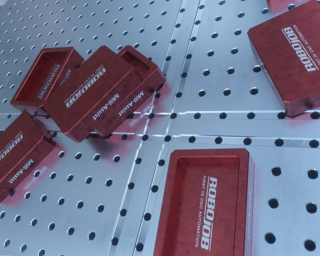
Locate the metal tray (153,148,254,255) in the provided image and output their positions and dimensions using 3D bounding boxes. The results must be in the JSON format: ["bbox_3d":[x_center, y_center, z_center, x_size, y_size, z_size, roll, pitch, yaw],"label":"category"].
[{"bbox_3d":[0.048,0.087,0.326,0.090,0.030,0.130,-3,60,26],"label":"metal tray"}]

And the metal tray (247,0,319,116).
[{"bbox_3d":[0.170,-0.086,0.369,0.090,0.030,0.130,-22,53,14],"label":"metal tray"}]

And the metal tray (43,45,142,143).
[{"bbox_3d":[-0.100,-0.052,0.452,0.130,0.030,0.090,-45,51,-4],"label":"metal tray"}]

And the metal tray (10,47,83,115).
[{"bbox_3d":[-0.207,-0.088,0.569,0.090,0.030,0.130,7,65,31],"label":"metal tray"}]

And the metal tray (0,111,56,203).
[{"bbox_3d":[-0.241,0.045,0.506,0.130,0.030,0.090,-47,51,-5],"label":"metal tray"}]

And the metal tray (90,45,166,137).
[{"bbox_3d":[-0.067,-0.059,0.477,0.130,0.030,0.090,-44,51,-3],"label":"metal tray"}]
